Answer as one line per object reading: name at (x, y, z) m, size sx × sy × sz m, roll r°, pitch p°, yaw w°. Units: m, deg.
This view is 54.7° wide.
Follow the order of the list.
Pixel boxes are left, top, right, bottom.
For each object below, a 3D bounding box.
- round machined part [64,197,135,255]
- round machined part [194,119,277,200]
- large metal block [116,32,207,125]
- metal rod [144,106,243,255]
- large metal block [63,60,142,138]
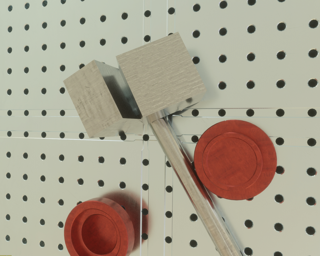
round machined part at (-0.080, 0.145, 0.432) m, size 0.098 × 0.042 × 0.097 m, roll 0°, pitch 90°, yaw 20°
round machined part at (0.088, 0.038, 0.372) m, size 0.098 × 0.042 × 0.097 m, roll 0°, pitch 90°, yaw 20°
large metal block at (0.001, -0.059, 0.384) m, size 0.080 × 0.050 × 0.080 m, roll -23°, pitch 82°, yaw -6°
metal rod at (0.058, 0.103, 0.391) m, size 0.025 × 0.025 × 0.299 m, roll -32°, pitch 80°, yaw 17°
large metal block at (-0.068, -0.035, 0.407) m, size 0.050 × 0.080 × 0.080 m, roll -30°, pitch 81°, yaw 18°
